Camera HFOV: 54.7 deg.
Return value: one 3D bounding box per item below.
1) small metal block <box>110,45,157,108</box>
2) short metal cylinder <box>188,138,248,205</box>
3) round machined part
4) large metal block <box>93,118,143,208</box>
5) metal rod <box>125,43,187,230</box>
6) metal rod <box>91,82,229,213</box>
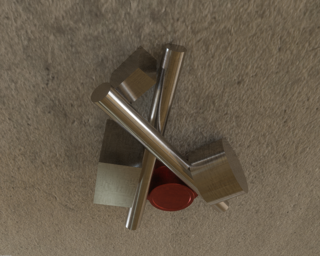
[{"bbox_3d":[-0.030,-0.056,0.344,0.050,0.050,0.025,-37,121,27],"label":"small metal block"},{"bbox_3d":[0.080,0.059,0.425,0.050,0.080,0.080,-26,126,20],"label":"short metal cylinder"},{"bbox_3d":[0.017,0.092,0.477,0.099,0.042,0.097,-1,130,0],"label":"round machined part"},{"bbox_3d":[-0.054,0.046,0.412,0.050,0.080,0.079,9,130,-8],"label":"large metal block"},{"bbox_3d":[-0.014,0.034,0.417,0.025,0.025,0.298,9,124,-8],"label":"metal rod"},{"bbox_3d":[0.021,0.045,0.402,0.025,0.025,0.300,-26,135,20],"label":"metal rod"}]
